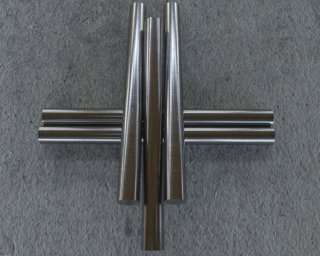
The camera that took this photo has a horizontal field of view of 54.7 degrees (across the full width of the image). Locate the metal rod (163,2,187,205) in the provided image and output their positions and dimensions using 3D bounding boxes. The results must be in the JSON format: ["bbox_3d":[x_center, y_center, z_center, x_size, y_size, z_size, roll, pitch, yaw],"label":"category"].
[{"bbox_3d":[0.017,-0.052,0.406,0.025,0.025,0.299,0,62,0],"label":"metal rod"}]

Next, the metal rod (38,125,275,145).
[{"bbox_3d":[-0.004,0.010,0.407,0.302,0.025,0.025,0,70,-1],"label":"metal rod"}]

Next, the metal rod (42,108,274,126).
[{"bbox_3d":[-0.002,-0.014,0.415,0.302,0.025,0.025,0,70,-1],"label":"metal rod"}]

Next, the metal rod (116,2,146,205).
[{"bbox_3d":[-0.034,-0.051,0.405,0.025,0.025,0.299,0,62,0],"label":"metal rod"}]

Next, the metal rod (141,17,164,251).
[{"bbox_3d":[-0.008,-0.008,0.385,0.025,0.025,0.299,0,70,-1],"label":"metal rod"}]
